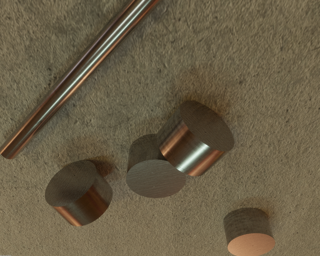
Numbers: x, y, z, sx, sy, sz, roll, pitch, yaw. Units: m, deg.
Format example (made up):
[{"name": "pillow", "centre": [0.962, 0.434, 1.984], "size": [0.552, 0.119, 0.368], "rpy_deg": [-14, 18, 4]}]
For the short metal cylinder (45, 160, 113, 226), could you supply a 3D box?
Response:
[{"name": "short metal cylinder", "centre": [-0.117, 0.094, 0.450], "size": [0.080, 0.080, 0.050], "rpy_deg": [-16, 128, 13]}]

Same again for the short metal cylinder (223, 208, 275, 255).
[{"name": "short metal cylinder", "centre": [0.157, 0.186, 0.551], "size": [0.081, 0.050, 0.079], "rpy_deg": [0, 130, 0]}]

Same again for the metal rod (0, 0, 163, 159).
[{"name": "metal rod", "centre": [-0.108, -0.050, 0.363], "size": [0.025, 0.025, 0.299], "rpy_deg": [36, 121, -27]}]

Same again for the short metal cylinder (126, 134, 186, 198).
[{"name": "short metal cylinder", "centre": [-0.005, 0.054, 0.437], "size": [0.081, 0.050, 0.079], "rpy_deg": [0, 130, 0]}]

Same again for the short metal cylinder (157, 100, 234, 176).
[{"name": "short metal cylinder", "centre": [0.043, 0.012, 0.382], "size": [0.080, 0.080, 0.050], "rpy_deg": [26, 126, -20]}]
